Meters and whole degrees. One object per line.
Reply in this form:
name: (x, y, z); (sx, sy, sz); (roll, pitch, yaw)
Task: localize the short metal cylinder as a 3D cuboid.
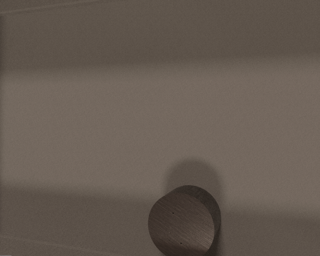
short metal cylinder: (0.032, 0.116, 0.385); (0.080, 0.050, 0.079); (0, 90, 19)
